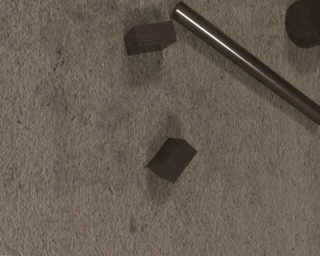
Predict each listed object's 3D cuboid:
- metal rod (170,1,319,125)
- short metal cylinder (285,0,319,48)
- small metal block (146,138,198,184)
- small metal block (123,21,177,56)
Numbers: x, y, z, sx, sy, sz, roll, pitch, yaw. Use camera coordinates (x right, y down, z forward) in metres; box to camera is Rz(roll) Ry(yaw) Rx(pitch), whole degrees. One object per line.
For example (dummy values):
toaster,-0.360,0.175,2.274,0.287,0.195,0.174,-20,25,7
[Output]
metal rod,0.145,-0.088,0.464,0.301,0.025,0.025,30,80,-18
short metal cylinder,0.247,-0.171,0.489,0.081,0.050,0.079,0,90,-21
small metal block,0.015,0.040,0.402,0.025,0.050,0.050,42,77,-16
small metal block,-0.013,-0.113,0.391,0.050,0.050,0.025,-14,95,-20
